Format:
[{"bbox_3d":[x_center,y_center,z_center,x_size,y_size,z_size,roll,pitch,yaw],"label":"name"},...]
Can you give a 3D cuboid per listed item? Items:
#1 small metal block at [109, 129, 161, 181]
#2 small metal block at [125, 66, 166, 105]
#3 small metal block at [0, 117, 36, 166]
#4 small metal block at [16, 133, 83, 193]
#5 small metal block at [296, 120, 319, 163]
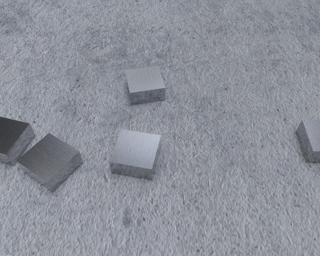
[{"bbox_3d":[-0.028,0.032,0.376,0.050,0.025,0.050,9,51,7],"label":"small metal block"},{"bbox_3d":[-0.022,-0.063,0.456,0.050,0.025,0.050,-9,51,-8],"label":"small metal block"},{"bbox_3d":[-0.196,0.015,0.389,0.050,0.025,0.050,13,51,10],"label":"small metal block"},{"bbox_3d":[-0.130,0.040,0.368,0.050,0.025,0.050,27,55,21],"label":"small metal block"},{"bbox_3d":[0.207,0.017,0.390,0.050,0.025,0.050,1,50,1],"label":"small metal block"}]
